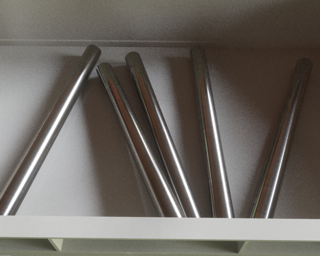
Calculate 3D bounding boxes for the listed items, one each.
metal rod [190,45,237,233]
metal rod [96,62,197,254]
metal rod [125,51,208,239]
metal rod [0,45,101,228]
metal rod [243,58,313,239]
[{"bbox_3d":[0.064,-0.011,0.414,0.025,0.025,0.300,-1,50,-1],"label":"metal rod"},{"bbox_3d":[-0.032,0.010,0.384,0.025,0.025,0.300,-17,49,-14],"label":"metal rod"},{"bbox_3d":[-0.004,-0.002,0.406,0.025,0.025,0.300,-12,51,-10],"label":"metal rod"},{"bbox_3d":[-0.139,-0.014,0.415,0.025,0.025,0.300,9,50,7],"label":"metal rod"},{"bbox_3d":[0.163,0.003,0.403,0.025,0.025,0.301,20,53,16],"label":"metal rod"}]
